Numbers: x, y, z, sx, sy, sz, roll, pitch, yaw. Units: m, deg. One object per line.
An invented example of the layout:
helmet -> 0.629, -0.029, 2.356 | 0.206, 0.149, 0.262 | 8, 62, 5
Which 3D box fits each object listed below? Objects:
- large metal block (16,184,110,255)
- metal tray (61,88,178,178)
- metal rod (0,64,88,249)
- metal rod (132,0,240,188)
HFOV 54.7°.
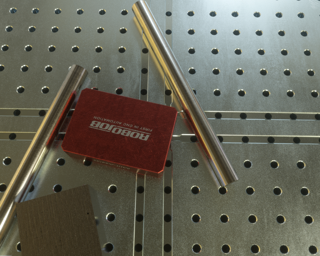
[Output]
large metal block -> -0.109, 0.118, 0.354 | 0.081, 0.050, 0.080 | -15, 71, -6
metal tray -> -0.050, 0.005, 0.407 | 0.131, 0.030, 0.090 | 13, 70, 4
metal rod -> -0.164, 0.049, 0.391 | 0.025, 0.025, 0.300 | 19, 71, 6
metal rod -> 0.028, -0.059, 0.433 | 0.025, 0.025, 0.299 | -22, 72, -8
